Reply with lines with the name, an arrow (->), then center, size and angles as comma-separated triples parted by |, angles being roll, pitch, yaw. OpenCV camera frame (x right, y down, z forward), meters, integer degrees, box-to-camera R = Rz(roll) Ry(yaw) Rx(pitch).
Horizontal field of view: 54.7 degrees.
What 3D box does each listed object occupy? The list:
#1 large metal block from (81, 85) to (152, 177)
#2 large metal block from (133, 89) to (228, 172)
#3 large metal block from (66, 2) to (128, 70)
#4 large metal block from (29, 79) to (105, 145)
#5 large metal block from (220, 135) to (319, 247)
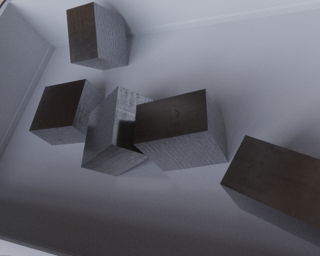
large metal block -> -0.054, 0.007, 0.391 | 0.080, 0.050, 0.080 | -34, 44, 45
large metal block -> 0.026, 0.007, 0.352 | 0.080, 0.080, 0.050 | -11, 57, 21
large metal block -> -0.096, -0.139, 0.485 | 0.050, 0.080, 0.079 | -5, 90, 25
large metal block -> -0.140, -0.022, 0.475 | 0.080, 0.050, 0.080 | -6, 59, 25
large metal block -> 0.111, 0.057, 0.277 | 0.080, 0.080, 0.050 | 21, 73, 35
